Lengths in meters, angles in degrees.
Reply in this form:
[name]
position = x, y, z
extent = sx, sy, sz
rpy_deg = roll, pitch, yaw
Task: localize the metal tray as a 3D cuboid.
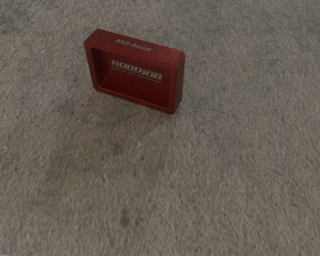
[metal tray]
position = -0.034, -0.076, 0.424
extent = 0.130, 0.089, 0.030
rpy_deg = 19, 53, 14
